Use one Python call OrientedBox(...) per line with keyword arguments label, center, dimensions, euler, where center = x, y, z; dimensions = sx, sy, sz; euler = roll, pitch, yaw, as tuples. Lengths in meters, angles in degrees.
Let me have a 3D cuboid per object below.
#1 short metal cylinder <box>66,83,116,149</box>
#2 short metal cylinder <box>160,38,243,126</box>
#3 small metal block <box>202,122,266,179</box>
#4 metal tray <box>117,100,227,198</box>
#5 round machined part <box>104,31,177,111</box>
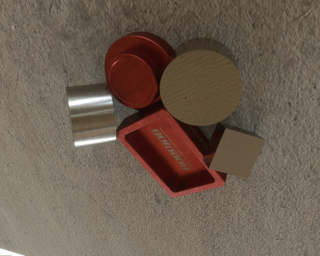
OrientedBox(label="short metal cylinder", center=(-0.091, -0.016, 0.402), dimensions=(0.050, 0.080, 0.079), euler=(-9, 124, -17))
OrientedBox(label="short metal cylinder", center=(0.043, -0.049, 0.326), dimensions=(0.080, 0.050, 0.079), euler=(3, 119, 6))
OrientedBox(label="small metal block", center=(0.084, 0.026, 0.357), dimensions=(0.050, 0.025, 0.050), euler=(16, 105, -14))
OrientedBox(label="metal tray", center=(0.016, 0.030, 0.400), dimensions=(0.090, 0.030, 0.130), euler=(-24, 115, 36))
OrientedBox(label="round machined part", center=(-0.026, -0.062, 0.373), dimensions=(0.098, 0.042, 0.097), euler=(13, 124, 21))
